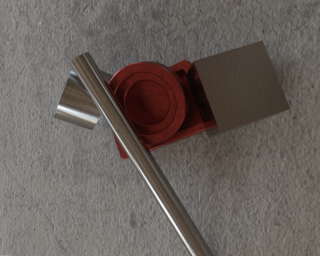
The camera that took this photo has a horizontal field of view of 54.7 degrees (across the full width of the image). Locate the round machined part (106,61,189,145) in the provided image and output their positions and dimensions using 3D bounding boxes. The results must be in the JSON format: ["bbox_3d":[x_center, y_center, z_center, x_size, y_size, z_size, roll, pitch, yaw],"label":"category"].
[{"bbox_3d":[-0.013,-0.032,0.379,0.098,0.042,0.097,4,106,14],"label":"round machined part"}]

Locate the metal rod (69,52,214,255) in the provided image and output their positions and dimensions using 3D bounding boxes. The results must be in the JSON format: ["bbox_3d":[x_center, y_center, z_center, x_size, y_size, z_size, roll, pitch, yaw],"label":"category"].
[{"bbox_3d":[-0.014,0.048,0.368,0.025,0.025,0.299,-29,98,17],"label":"metal rod"}]

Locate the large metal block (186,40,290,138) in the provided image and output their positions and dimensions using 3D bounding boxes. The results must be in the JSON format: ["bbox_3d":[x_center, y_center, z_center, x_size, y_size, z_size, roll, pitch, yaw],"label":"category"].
[{"bbox_3d":[0.084,-0.041,0.349,0.081,0.050,0.080,-18,83,-8],"label":"large metal block"}]

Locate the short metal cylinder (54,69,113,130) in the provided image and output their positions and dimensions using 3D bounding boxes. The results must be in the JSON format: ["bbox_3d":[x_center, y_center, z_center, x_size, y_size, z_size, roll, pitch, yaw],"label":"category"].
[{"bbox_3d":[-0.101,-0.042,0.408,0.050,0.080,0.080,20,98,-18],"label":"short metal cylinder"}]

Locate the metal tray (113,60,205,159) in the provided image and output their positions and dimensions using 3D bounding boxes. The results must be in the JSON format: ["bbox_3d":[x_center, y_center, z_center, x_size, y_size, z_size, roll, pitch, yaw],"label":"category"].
[{"bbox_3d":[-0.003,-0.021,0.408,0.130,0.030,0.090,-22,83,18],"label":"metal tray"}]
